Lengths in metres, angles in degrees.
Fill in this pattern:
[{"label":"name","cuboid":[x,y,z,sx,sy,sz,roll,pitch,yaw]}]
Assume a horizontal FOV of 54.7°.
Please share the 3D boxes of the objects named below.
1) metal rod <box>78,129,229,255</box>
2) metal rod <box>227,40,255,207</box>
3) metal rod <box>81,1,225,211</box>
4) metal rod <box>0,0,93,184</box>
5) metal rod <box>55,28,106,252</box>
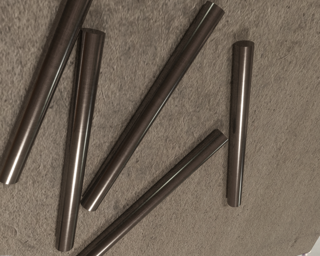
[{"label":"metal rod","cuboid":[-0.016,0.111,0.468,0.300,0.025,0.025,-43,130,1]},{"label":"metal rod","cuboid":[0.123,0.013,0.484,0.025,0.025,0.298,-19,126,-18]},{"label":"metal rod","cuboid":[-0.016,-0.018,0.388,0.025,0.025,0.299,24,105,-37]},{"label":"metal rod","cuboid":[-0.104,-0.071,0.306,0.025,0.025,0.298,17,110,-35]},{"label":"metal rod","cuboid":[-0.101,0.034,0.373,0.025,0.025,0.298,0,119,-29]}]
